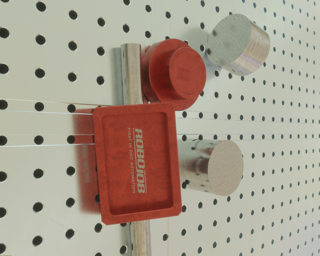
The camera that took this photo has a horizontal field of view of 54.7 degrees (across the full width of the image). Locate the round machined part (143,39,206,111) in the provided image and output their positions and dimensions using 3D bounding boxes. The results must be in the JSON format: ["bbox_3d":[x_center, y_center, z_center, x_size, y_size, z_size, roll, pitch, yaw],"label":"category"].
[{"bbox_3d":[0.025,-0.072,0.418,0.099,0.042,0.097,0,90,-40],"label":"round machined part"}]

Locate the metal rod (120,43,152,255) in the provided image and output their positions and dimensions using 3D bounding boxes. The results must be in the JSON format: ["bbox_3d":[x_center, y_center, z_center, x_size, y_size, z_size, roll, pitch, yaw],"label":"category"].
[{"bbox_3d":[-0.028,0.048,0.385,0.025,0.025,0.298,-5,93,-40],"label":"metal rod"}]

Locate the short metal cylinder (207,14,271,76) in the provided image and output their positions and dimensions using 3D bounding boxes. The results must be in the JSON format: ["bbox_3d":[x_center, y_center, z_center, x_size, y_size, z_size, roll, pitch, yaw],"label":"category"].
[{"bbox_3d":[0.118,-0.125,0.472,0.050,0.080,0.080,15,80,-39],"label":"short metal cylinder"}]

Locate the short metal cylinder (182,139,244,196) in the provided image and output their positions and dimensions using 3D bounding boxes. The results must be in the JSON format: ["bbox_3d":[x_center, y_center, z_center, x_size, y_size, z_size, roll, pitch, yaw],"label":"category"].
[{"bbox_3d":[0.079,0.057,0.459,0.081,0.050,0.080,0,90,-40],"label":"short metal cylinder"}]

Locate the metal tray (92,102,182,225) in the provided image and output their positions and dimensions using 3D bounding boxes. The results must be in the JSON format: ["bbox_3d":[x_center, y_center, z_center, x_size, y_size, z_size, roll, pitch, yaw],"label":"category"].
[{"bbox_3d":[-0.026,0.038,0.356,0.091,0.030,0.129,-5,93,-10],"label":"metal tray"}]
